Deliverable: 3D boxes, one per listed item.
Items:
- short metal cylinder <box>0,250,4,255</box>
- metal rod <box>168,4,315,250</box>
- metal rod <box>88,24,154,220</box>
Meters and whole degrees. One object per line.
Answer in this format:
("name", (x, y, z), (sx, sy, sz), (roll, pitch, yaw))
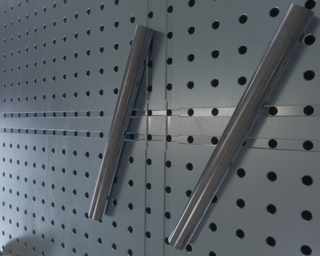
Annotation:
("short metal cylinder", (-0.404, 0.319, 0.707), (0.080, 0.081, 0.050), (36, 112, 34))
("metal rod", (0.079, 0.015, 0.344), (0.025, 0.025, 0.298), (37, 112, 34))
("metal rod", (-0.061, 0.001, 0.459), (0.025, 0.025, 0.298), (26, 106, 37))
